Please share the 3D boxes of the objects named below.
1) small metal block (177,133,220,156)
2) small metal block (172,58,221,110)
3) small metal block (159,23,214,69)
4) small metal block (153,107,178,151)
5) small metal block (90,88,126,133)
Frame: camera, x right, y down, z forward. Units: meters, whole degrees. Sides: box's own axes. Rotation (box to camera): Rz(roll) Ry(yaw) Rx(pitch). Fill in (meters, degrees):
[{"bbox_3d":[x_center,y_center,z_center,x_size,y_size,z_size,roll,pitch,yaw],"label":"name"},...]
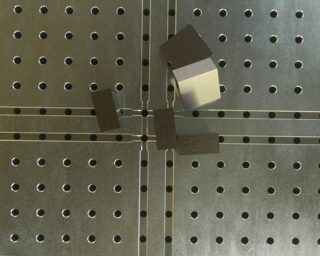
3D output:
[{"bbox_3d":[0.047,0.020,0.401,0.050,0.050,0.025,-3,90,0],"label":"small metal block"},{"bbox_3d":[0.048,-0.056,0.399,0.050,0.050,0.025,-19,47,0],"label":"small metal block"},{"bbox_3d":[0.034,-0.101,0.414,0.050,0.025,0.050,-38,90,0],"label":"small metal block"},{"bbox_3d":[0.007,0.001,0.401,0.025,0.050,0.050,-7,90,0],"label":"small metal block"},{"bbox_3d":[-0.066,-0.022,0.400,0.025,0.050,0.050,-15,90,0],"label":"small metal block"}]
